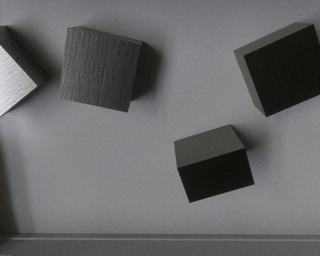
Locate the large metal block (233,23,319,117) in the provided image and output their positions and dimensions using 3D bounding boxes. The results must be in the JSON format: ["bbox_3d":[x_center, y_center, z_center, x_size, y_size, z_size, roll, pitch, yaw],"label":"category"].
[{"bbox_3d":[0.146,-0.071,0.374,0.080,0.050,0.080,-24,109,8],"label":"large metal block"}]

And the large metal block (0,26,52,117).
[{"bbox_3d":[-0.196,-0.064,0.372,0.080,0.050,0.080,-35,107,11],"label":"large metal block"}]

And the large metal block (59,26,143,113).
[{"bbox_3d":[-0.069,-0.071,0.371,0.081,0.050,0.079,12,110,-5],"label":"large metal block"}]

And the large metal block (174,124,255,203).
[{"bbox_3d":[0.066,0.043,0.399,0.080,0.080,0.050,-18,109,6],"label":"large metal block"}]
